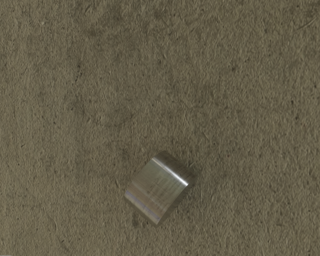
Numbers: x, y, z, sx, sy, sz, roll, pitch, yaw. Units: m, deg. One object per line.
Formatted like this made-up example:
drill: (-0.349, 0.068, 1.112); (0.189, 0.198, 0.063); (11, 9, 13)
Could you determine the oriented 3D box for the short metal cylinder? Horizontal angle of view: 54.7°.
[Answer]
short metal cylinder: (0.002, 0.074, 0.379); (0.050, 0.080, 0.080); (38, 102, 16)
